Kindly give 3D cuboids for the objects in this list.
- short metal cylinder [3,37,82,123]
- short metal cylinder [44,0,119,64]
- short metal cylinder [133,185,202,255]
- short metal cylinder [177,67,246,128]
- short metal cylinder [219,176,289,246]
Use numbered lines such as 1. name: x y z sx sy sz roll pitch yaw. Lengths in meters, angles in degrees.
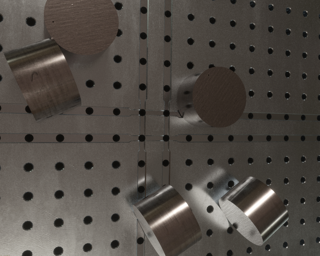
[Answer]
1. short metal cylinder: -0.126 -0.052 0.337 0.050 0.080 0.080 -25 99 -19
2. short metal cylinder: -0.094 -0.121 0.365 0.081 0.050 0.079 0 90 -21
3. short metal cylinder: 0.008 0.118 0.388 0.050 0.080 0.080 -29 100 -18
4. short metal cylinder: 0.070 -0.040 0.427 0.081 0.050 0.079 0 90 -21
5. short metal cylinder: 0.129 0.115 0.433 0.050 0.080 0.080 -36 102 -17
